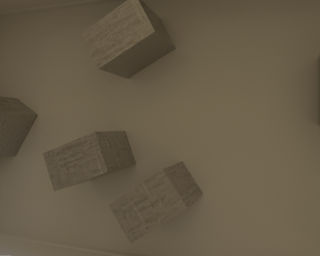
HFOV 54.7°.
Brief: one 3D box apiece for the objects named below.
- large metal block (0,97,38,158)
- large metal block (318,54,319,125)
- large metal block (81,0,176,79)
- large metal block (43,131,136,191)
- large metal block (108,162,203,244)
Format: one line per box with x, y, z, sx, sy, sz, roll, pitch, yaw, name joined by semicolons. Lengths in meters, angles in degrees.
-0.247;-0.001;0.466;0.050;0.080;0.080;35;101;16;large metal block
0.213;-0.042;0.323;0.080;0.050;0.079;0;90;19;large metal block
-0.036;-0.110;0.393;0.080;0.080;0.050;-29;81;17;large metal block
-0.090;0.041;0.412;0.080;0.080;0.050;-21;83;18;large metal block
-0.002;0.088;0.381;0.080;0.080;0.050;-36;79;16;large metal block
